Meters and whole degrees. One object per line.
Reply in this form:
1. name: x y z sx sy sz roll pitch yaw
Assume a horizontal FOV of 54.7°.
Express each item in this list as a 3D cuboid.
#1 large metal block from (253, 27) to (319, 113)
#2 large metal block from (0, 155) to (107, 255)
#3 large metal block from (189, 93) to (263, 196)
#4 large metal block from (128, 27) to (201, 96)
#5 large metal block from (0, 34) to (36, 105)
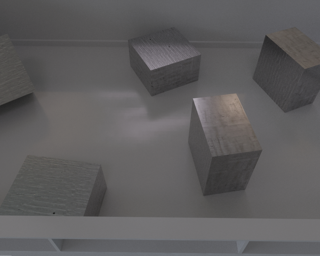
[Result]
1. large metal block: 0.185 -0.082 0.440 0.050 0.080 0.080 -18 53 -15
2. large metal block: -0.108 0.079 0.321 0.080 0.050 0.080 7 50 5
3. large metal block: 0.068 0.020 0.353 0.050 0.080 0.080 -7 51 -6
4. large metal block: 0.006 -0.104 0.476 0.081 0.050 0.080 -21 53 -17
5. large metal block: -0.228 -0.072 0.419 0.081 0.080 0.050 -28 20 -22
